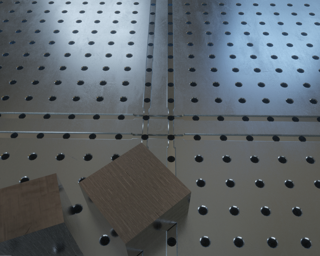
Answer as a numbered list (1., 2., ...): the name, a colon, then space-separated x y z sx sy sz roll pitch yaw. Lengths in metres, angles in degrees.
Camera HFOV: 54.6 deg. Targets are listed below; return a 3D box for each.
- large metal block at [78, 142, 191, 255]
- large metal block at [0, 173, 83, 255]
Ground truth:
1. large metal block: -0.025 0.075 0.328 0.080 0.050 0.080 -33 57 -24
2. large metal block: -0.125 0.095 0.292 0.081 0.080 0.050 -15 52 -12
